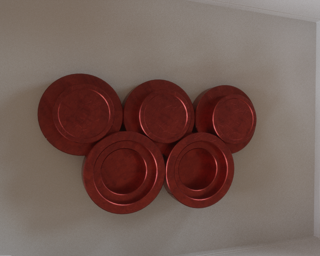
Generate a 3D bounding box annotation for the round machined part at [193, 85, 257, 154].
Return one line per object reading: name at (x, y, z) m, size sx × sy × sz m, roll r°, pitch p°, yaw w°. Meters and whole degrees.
round machined part at (0.094, -0.012, 0.433) m, size 0.099 × 0.042 × 0.097 m, roll 0°, pitch 89°, yaw -20°

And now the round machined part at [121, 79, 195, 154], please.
round machined part at (0.001, -0.014, 0.399) m, size 0.099 × 0.042 × 0.097 m, roll 0°, pitch 89°, yaw -20°

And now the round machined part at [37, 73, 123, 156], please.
round machined part at (-0.091, -0.016, 0.365) m, size 0.099 × 0.042 × 0.097 m, roll 0°, pitch 89°, yaw -21°

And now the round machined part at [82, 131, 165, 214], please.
round machined part at (-0.046, 0.052, 0.382) m, size 0.099 × 0.042 × 0.097 m, roll 0°, pitch 90°, yaw -20°

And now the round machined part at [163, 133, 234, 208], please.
round machined part at (0.046, 0.054, 0.417) m, size 0.099 × 0.042 × 0.097 m, roll 0°, pitch 90°, yaw -20°
